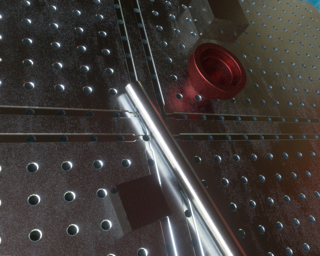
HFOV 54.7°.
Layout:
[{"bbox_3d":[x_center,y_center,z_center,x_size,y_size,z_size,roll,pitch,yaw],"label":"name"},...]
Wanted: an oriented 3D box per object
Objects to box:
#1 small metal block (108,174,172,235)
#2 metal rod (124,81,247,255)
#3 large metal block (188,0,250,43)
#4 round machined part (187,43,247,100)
[{"bbox_3d":[-0.023,0.084,0.346,0.050,0.025,0.050,-12,68,-33],"label":"small metal block"},{"bbox_3d":[0.037,0.067,0.388,0.025,0.025,0.299,-21,73,-36],"label":"metal rod"},{"bbox_3d":[0.109,-0.212,0.583,0.081,0.050,0.080,0,62,-29],"label":"large metal block"},{"bbox_3d":[0.087,-0.086,0.498,0.099,0.042,0.098,14,56,-21],"label":"round machined part"}]
